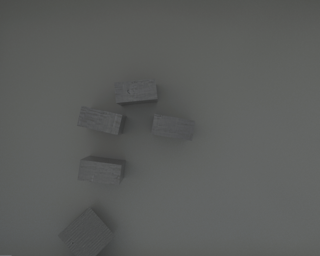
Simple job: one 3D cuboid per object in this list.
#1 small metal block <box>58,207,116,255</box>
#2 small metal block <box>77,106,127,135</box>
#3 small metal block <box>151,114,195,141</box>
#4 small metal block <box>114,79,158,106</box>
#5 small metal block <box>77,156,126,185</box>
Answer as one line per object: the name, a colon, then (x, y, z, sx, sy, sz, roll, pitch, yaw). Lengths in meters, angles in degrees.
small metal block: (-0.095, 0.140, 0.401, 0.050, 0.025, 0.050, -41, 90, -26)
small metal block: (-0.073, -0.009, 0.398, 0.050, 0.050, 0.025, 13, 90, -1)
small metal block: (0.016, -0.001, 0.399, 0.050, 0.050, 0.025, 9, 90, -1)
small metal block: (-0.029, -0.045, 0.399, 0.050, 0.050, 0.025, -6, 90, -1)
small metal block: (-0.073, 0.054, 0.398, 0.050, 0.050, 0.025, 7, 90, -1)
